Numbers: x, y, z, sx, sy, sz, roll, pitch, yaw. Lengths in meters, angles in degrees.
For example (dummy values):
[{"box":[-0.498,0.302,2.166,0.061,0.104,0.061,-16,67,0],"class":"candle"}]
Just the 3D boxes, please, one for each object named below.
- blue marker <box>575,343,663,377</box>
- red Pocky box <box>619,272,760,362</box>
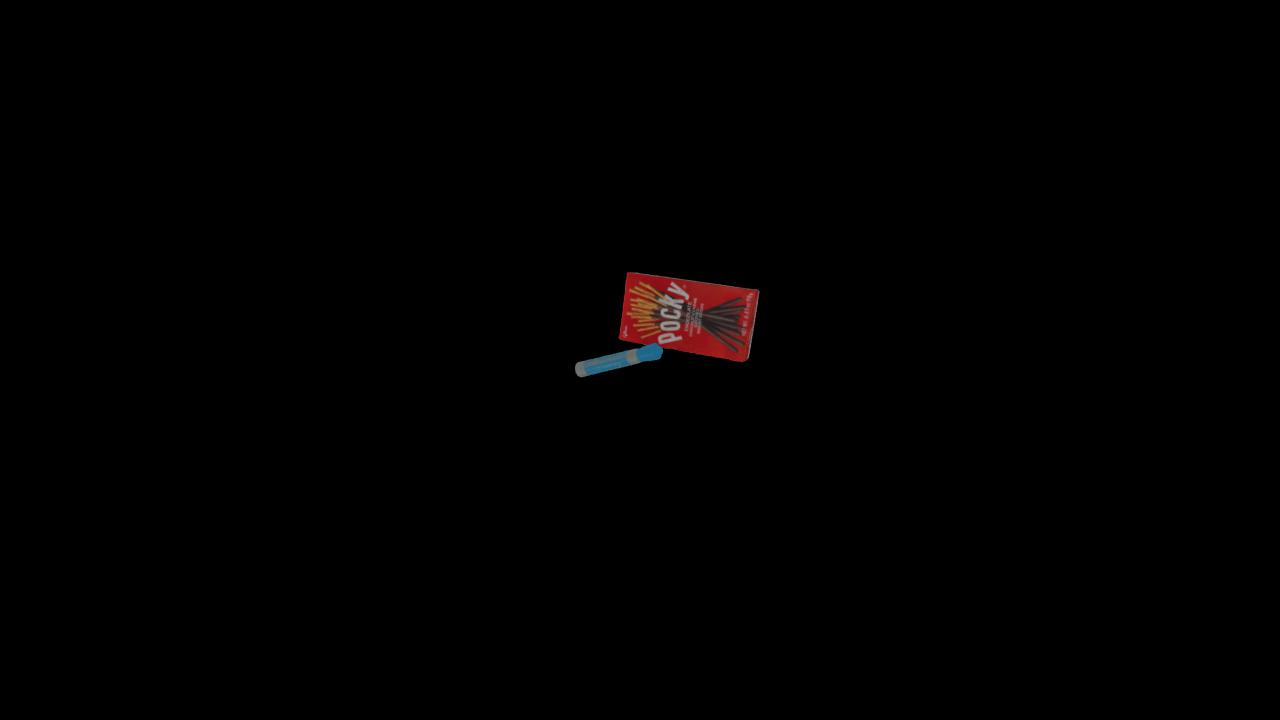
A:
[{"box":[-0.025,0.001,0.701,0.121,0.020,0.020,-14,-8,36],"class":"blue marker"},{"box":[0.053,-0.051,0.705,0.155,0.083,0.028,10,12,20],"class":"red Pocky box"}]
